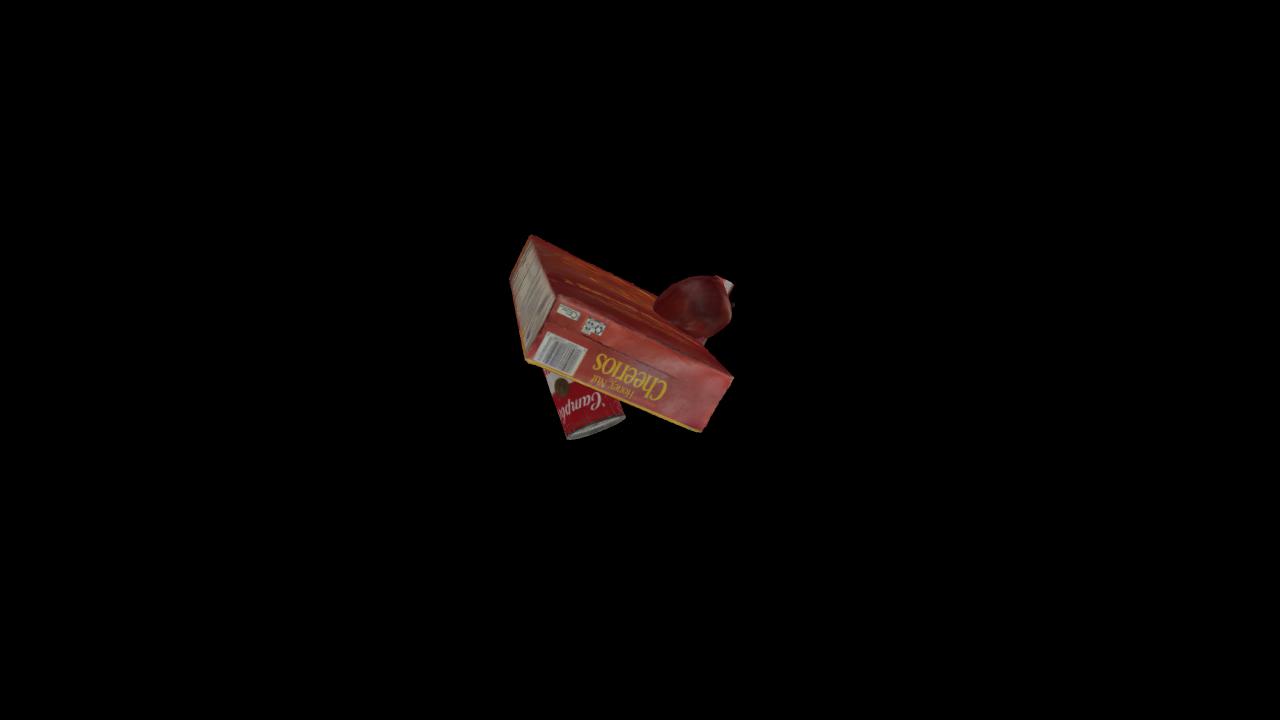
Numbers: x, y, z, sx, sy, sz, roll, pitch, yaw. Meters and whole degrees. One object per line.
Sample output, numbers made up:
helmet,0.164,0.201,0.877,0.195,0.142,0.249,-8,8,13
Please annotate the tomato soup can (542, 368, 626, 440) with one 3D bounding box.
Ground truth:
tomato soup can,-0.063,0.026,0.660,0.068,0.101,0.068,-20,-13,-5

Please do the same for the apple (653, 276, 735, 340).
apple,0.063,-0.058,0.709,0.093,0.079,0.079,-12,-1,4

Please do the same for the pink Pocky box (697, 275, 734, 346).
pink Pocky box,0.064,-0.022,0.757,0.029,0.155,0.084,28,41,7

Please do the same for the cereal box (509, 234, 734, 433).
cereal box,-0.040,-0.045,0.715,0.203,0.081,0.306,24,13,-23
